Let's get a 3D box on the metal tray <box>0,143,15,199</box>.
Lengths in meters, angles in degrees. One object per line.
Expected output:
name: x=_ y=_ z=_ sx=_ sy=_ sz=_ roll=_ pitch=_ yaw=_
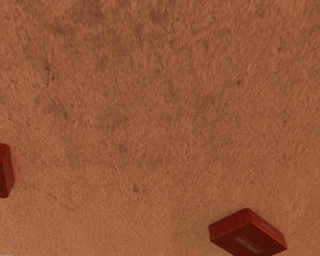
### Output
metal tray: x=-0.287 y=0.056 z=0.447 sx=0.131 sy=0.030 sz=0.089 roll=8 pitch=130 yaw=-8

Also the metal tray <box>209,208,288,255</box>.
metal tray: x=0.166 y=0.207 z=0.583 sx=0.090 sy=0.030 sz=0.130 roll=-36 pitch=122 yaw=26
